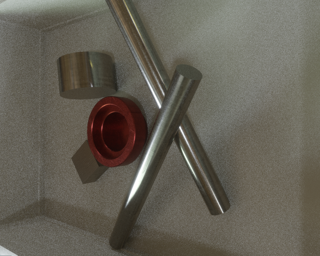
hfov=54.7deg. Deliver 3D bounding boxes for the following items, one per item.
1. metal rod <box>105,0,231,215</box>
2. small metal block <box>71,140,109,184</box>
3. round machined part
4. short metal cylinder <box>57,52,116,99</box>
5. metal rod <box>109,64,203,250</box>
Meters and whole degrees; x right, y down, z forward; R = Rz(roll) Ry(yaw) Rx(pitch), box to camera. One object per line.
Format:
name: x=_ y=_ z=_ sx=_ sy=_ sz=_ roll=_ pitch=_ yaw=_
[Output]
metal rod: x=0.003 y=-0.041 z=0.334 sx=0.025 sy=0.025 sz=0.299 roll=-21 pitch=98 yaw=38
small metal block: x=-0.111 y=0.054 z=0.495 sx=0.050 sy=0.025 sz=0.050 roll=-45 pitch=63 yaw=30
round machined part: x=-0.056 y=0.005 z=0.440 sx=0.098 sy=0.042 sz=0.097 roll=0 pitch=90 yaw=39
short metal cylinder: x=-0.108 y=-0.075 z=0.458 sx=0.080 sy=0.081 sz=0.050 roll=-11 pitch=83 yaw=39
metal rod: x=-0.018 y=0.059 z=0.367 sx=0.025 sy=0.025 sz=0.298 roll=48 pitch=134 yaw=29
